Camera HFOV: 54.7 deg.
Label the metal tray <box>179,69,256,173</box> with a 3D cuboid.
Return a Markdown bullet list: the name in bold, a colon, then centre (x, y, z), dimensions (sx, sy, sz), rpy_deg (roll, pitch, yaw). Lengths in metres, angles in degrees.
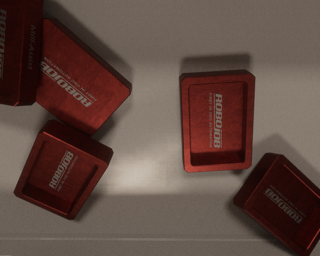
- **metal tray**: centre (0.073, -0.008, 0.406), dimensions (0.091, 0.030, 0.129), rpy_deg (-4, 110, 1)

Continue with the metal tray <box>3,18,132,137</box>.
- **metal tray**: centre (-0.112, -0.059, 0.385), dimensions (0.130, 0.030, 0.090), rpy_deg (41, 105, -14)

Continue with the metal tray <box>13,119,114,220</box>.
- **metal tray**: centre (-0.130, 0.060, 0.411), dimensions (0.090, 0.030, 0.129), rpy_deg (29, 122, -11)

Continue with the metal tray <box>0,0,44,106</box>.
- **metal tray**: centre (-0.182, -0.094, 0.344), dimensions (0.090, 0.030, 0.129), rpy_deg (10, 98, 13)

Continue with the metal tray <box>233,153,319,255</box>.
- **metal tray**: centre (0.177, 0.107, 0.432), dimensions (0.130, 0.030, 0.090), rpy_deg (40, 80, -14)
